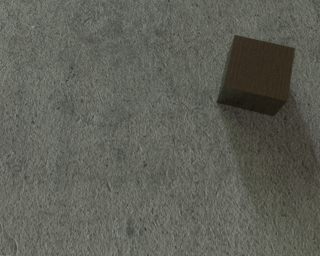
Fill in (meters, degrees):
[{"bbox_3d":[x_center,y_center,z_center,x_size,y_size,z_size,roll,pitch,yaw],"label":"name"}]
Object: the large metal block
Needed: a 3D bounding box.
[{"bbox_3d":[0.129,-0.071,0.421,0.080,0.050,0.080,14,71,5],"label":"large metal block"}]
